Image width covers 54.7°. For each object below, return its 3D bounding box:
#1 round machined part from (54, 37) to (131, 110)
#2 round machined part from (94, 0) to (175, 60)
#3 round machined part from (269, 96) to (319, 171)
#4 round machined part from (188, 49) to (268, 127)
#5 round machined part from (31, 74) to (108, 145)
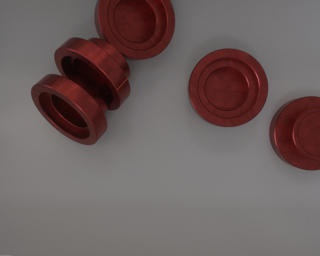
[{"bbox_3d":[-0.076,-0.070,0.379,0.098,0.098,0.042,36,64,0],"label":"round machined part"},{"bbox_3d":[-0.034,-0.135,0.390,0.099,0.042,0.097,-3,98,-25],"label":"round machined part"},{"bbox_3d":[0.199,0.007,0.404,0.099,0.042,0.097,0,90,0],"label":"round machined part"},{"bbox_3d":[0.085,-0.050,0.403,0.099,0.042,0.097,0,90,0],"label":"round machined part"},{"bbox_3d":[-0.105,-0.027,0.382,0.098,0.098,0.042,36,58,0],"label":"round machined part"}]
